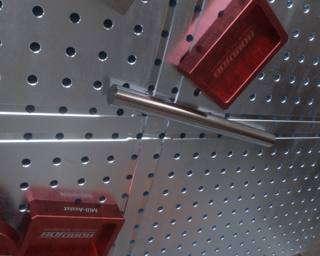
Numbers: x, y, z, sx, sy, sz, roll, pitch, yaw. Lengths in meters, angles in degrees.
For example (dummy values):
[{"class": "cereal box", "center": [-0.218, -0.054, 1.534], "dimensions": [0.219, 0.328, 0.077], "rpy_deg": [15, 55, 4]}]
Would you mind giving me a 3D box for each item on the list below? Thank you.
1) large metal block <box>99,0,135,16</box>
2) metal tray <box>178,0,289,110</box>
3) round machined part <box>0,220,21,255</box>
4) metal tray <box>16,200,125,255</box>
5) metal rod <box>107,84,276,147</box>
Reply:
[{"class": "large metal block", "center": [-0.048, -0.160, 0.271], "dimensions": [0.080, 0.050, 0.080], "rpy_deg": [29, 102, -38]}, {"class": "metal tray", "center": [0.096, -0.097, 0.402], "dimensions": [0.130, 0.030, 0.090], "rpy_deg": [-50, 129, 7]}, {"class": "round machined part", "center": [-0.218, 0.141, 0.364], "dimensions": [0.099, 0.042, 0.097], "rpy_deg": [-10, 120, -17]}, {"class": "metal tray", "center": [-0.125, 0.149, 0.432], "dimensions": [0.131, 0.030, 0.089], "rpy_deg": [14, 111, -34]}, {"class": "metal rod", "center": [0.066, -0.009, 0.443], "dimensions": [0.302, 0.025, 0.025], "rpy_deg": [14, 111, -34]}]
